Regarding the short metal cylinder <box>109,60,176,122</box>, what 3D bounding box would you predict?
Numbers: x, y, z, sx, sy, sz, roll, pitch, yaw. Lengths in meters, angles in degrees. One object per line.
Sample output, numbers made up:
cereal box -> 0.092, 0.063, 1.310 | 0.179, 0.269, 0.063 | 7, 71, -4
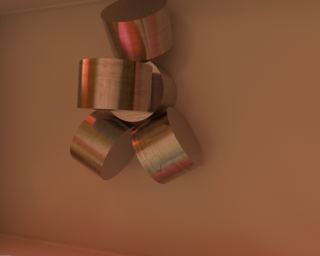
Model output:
short metal cylinder -> -0.025, -0.047, 0.403 | 0.080, 0.050, 0.080 | 0, 90, 20

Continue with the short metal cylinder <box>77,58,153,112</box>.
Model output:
short metal cylinder -> -0.050, -0.044, 0.343 | 0.080, 0.080, 0.050 | 4, 91, 20

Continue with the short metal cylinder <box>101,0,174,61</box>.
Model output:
short metal cylinder -> -0.027, -0.125, 0.382 | 0.080, 0.080, 0.050 | 4, 134, 20

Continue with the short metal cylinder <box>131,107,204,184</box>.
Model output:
short metal cylinder -> 0.010, 0.021, 0.376 | 0.050, 0.080, 0.080 | -30, 80, 18

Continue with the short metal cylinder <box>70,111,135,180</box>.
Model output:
short metal cylinder -> -0.069, 0.021, 0.404 | 0.050, 0.080, 0.080 | 31, 100, 18
